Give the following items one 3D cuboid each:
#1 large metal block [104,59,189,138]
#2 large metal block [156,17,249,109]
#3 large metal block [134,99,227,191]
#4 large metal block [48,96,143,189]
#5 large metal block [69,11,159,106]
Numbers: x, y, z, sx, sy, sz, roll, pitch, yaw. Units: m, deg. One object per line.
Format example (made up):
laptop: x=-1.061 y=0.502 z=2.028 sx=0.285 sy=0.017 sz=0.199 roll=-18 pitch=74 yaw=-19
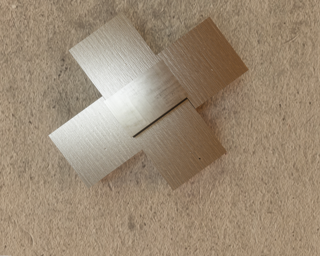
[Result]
large metal block: x=-0.015 y=-0.033 z=0.383 sx=0.080 sy=0.080 sz=0.050 roll=-36 pitch=90 yaw=0
large metal block: x=0.051 y=-0.079 z=0.398 sx=0.080 sy=0.050 sz=0.080 roll=-36 pitch=90 yaw=0
large metal block: x=0.025 y=0.020 z=0.398 sx=0.080 sy=0.050 sz=0.080 roll=-36 pitch=90 yaw=0
large metal block: x=-0.078 y=0.017 z=0.397 sx=0.080 sy=0.050 sz=0.080 roll=-36 pitch=90 yaw=0
large metal block: x=-0.054 y=-0.085 z=0.397 sx=0.080 sy=0.050 sz=0.080 roll=-36 pitch=90 yaw=0
